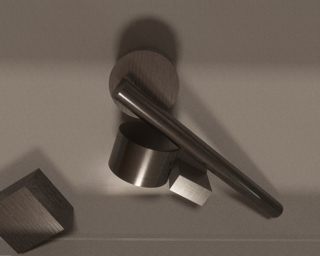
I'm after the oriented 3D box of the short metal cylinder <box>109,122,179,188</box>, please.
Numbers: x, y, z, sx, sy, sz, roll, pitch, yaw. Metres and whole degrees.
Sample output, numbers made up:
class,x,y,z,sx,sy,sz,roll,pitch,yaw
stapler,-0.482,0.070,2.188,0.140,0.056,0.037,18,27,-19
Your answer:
class,x,y,z,sx,sy,sz,roll,pitch,yaw
short metal cylinder,-0.020,0.032,0.394,0.080,0.080,0.050,17,109,-7

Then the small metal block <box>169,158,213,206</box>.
class,x,y,z,sx,sy,sz,roll,pitch,yaw
small metal block,0.040,0.073,0.426,0.050,0.050,0.025,29,107,-11

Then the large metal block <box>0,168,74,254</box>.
class,x,y,z,sx,sy,sz,roll,pitch,yaw
large metal block,-0.186,0.117,0.439,0.080,0.050,0.080,-31,108,10

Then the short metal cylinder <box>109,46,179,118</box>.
class,x,y,z,sx,sy,sz,roll,pitch,yaw
short metal cylinder,-0.018,-0.057,0.377,0.081,0.050,0.079,0,110,-1

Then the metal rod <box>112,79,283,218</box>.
class,x,y,z,sx,sy,sz,roll,pitch,yaw
metal rod,0.064,0.040,0.393,0.301,0.025,0.025,37,106,-26
